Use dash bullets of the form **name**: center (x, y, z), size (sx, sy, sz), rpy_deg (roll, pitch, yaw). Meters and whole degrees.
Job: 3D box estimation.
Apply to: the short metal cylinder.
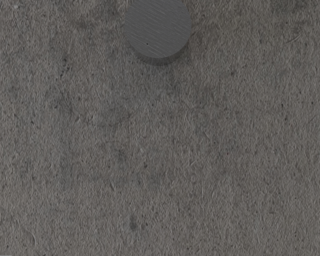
- **short metal cylinder**: center (-0.002, -0.124, 0.397), size (0.081, 0.050, 0.080), rpy_deg (0, 90, 0)
